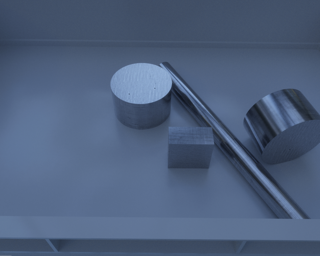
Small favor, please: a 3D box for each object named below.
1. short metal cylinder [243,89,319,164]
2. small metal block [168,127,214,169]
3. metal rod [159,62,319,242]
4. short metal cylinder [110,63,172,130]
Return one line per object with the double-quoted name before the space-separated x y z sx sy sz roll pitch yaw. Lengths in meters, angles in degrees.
"short metal cylinder" 0.149 -0.001 0.372 0.081 0.080 0.050 -12 51 -10
"small metal block" 0.035 0.024 0.369 0.050 0.050 0.025 0 50 0
"metal rod" 0.078 0.008 0.399 0.025 0.025 0.300 -23 54 -19
"short metal cylinder" -0.025 -0.044 0.426 0.081 0.050 0.080 0 50 0
